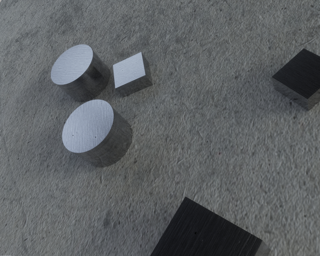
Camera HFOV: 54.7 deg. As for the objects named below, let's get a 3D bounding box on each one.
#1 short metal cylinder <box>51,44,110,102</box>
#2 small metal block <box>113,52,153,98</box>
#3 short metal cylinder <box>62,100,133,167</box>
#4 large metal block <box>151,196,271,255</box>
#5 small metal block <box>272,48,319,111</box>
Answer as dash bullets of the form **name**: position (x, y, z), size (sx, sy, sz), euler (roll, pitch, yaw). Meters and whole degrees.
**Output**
- **short metal cylinder**: position (-0.130, -0.090, 0.509), size (0.080, 0.050, 0.080), euler (-13, 56, 20)
- **small metal block**: position (-0.042, -0.082, 0.474), size (0.050, 0.025, 0.050), euler (-21, 54, 15)
- **short metal cylinder**: position (-0.085, 0.008, 0.426), size (0.080, 0.050, 0.080), euler (-13, 56, 20)
- **large metal block**: position (0.044, 0.124, 0.288), size (0.080, 0.050, 0.080), euler (23, 74, 36)
- **small metal block**: position (0.166, -0.055, 0.351), size (0.050, 0.025, 0.050), euler (-42, 51, -1)
